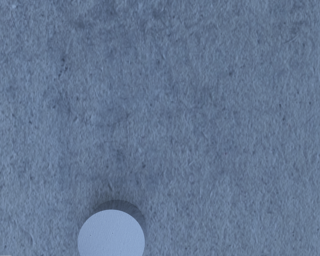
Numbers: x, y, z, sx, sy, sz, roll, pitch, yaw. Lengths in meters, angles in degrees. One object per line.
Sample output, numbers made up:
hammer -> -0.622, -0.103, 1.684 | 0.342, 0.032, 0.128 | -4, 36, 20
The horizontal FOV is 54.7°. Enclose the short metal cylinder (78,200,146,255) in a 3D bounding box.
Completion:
short metal cylinder -> -0.059, 0.138, 0.397 | 0.081, 0.050, 0.079 | 0, 90, -1
